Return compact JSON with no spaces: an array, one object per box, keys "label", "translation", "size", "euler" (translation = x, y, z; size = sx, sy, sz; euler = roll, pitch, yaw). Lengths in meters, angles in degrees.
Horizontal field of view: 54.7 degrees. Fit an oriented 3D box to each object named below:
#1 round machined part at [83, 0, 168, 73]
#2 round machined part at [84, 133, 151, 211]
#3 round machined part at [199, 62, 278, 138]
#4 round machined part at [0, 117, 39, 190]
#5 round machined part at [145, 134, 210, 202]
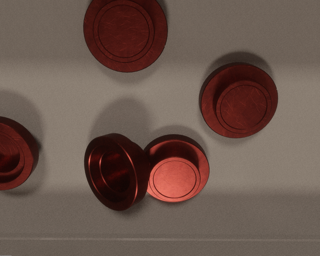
[{"label":"round machined part","translation":[-0.040,-0.113,0.360],"size":[0.099,0.042,0.097],"euler":[0,110,-1]},{"label":"round machined part","translation":[-0.051,0.054,0.404],"size":[0.098,0.042,0.097],"euler":[11,109,37]},{"label":"round machined part","translation":[0.101,-0.031,0.392],"size":[0.099,0.042,0.097],"euler":[0,110,-1]},{"label":"round machined part","translation":[-0.210,0.030,0.410],"size":[0.099,0.042,0.097],"euler":[0,110,-1]},{"label":"round machined part","translation":[0.019,0.061,0.425],"size":[0.099,0.042,0.097],"euler":[0,110,-1]}]
